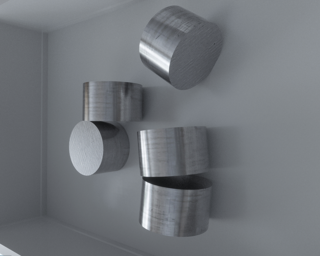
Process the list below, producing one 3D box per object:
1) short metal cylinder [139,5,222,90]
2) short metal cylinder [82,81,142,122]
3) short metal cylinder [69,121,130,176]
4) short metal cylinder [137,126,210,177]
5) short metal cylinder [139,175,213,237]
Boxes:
[{"bbox_3d":[0.024,-0.090,0.351,0.050,0.081,0.080,41,115,32],"label":"short metal cylinder"},{"bbox_3d":[-0.065,-0.034,0.425,0.080,0.081,0.050,2,91,40],"label":"short metal cylinder"},{"bbox_3d":[-0.092,0.029,0.467,0.080,0.050,0.080,0,90,40],"label":"short metal cylinder"},{"bbox_3d":[0.015,0.026,0.358,0.080,0.081,0.050,-7,86,40],"label":"short metal cylinder"},{"bbox_3d":[0.018,0.084,0.356,0.080,0.081,0.050,8,95,40],"label":"short metal cylinder"}]
